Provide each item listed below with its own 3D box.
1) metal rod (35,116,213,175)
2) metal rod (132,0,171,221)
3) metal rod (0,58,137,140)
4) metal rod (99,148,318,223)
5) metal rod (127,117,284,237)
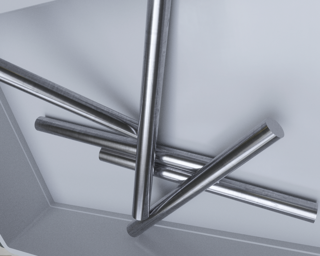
[{"bbox_3d":[-0.059,0.023,0.454,0.301,0.025,0.025,13,124,21],"label":"metal rod"},{"bbox_3d":[-0.014,-0.009,0.383,0.025,0.025,0.298,15,117,19],"label":"metal rod"},{"bbox_3d":[-0.138,-0.046,0.372,0.302,0.025,0.025,25,132,-20],"label":"metal rod"},{"bbox_3d":[0.050,0.071,0.425,0.301,0.025,0.025,13,124,21],"label":"metal rod"},{"bbox_3d":[0.036,0.082,0.406,0.025,0.025,0.298,43,130,-1],"label":"metal rod"}]
